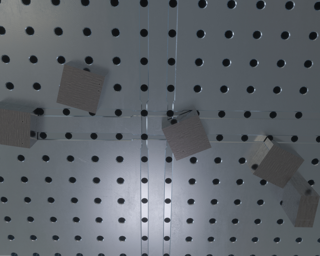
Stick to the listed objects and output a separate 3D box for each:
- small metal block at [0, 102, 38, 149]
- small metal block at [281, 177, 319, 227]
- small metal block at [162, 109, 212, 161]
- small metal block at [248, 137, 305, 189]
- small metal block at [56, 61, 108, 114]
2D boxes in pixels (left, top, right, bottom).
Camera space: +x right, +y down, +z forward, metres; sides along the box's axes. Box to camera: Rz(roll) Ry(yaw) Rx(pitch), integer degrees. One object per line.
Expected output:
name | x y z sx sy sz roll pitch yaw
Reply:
small metal block | -0.192 -0.004 0.410 0.050 0.025 0.050 9 110 -3
small metal block | 0.197 0.104 0.440 0.025 0.050 0.050 1 110 -1
small metal block | 0.035 0.009 0.417 0.050 0.025 0.050 -22 109 8
small metal block | 0.161 0.049 0.433 0.050 0.025 0.050 26 108 -9
small metal block | -0.098 -0.052 0.394 0.050 0.025 0.050 16 109 -6
